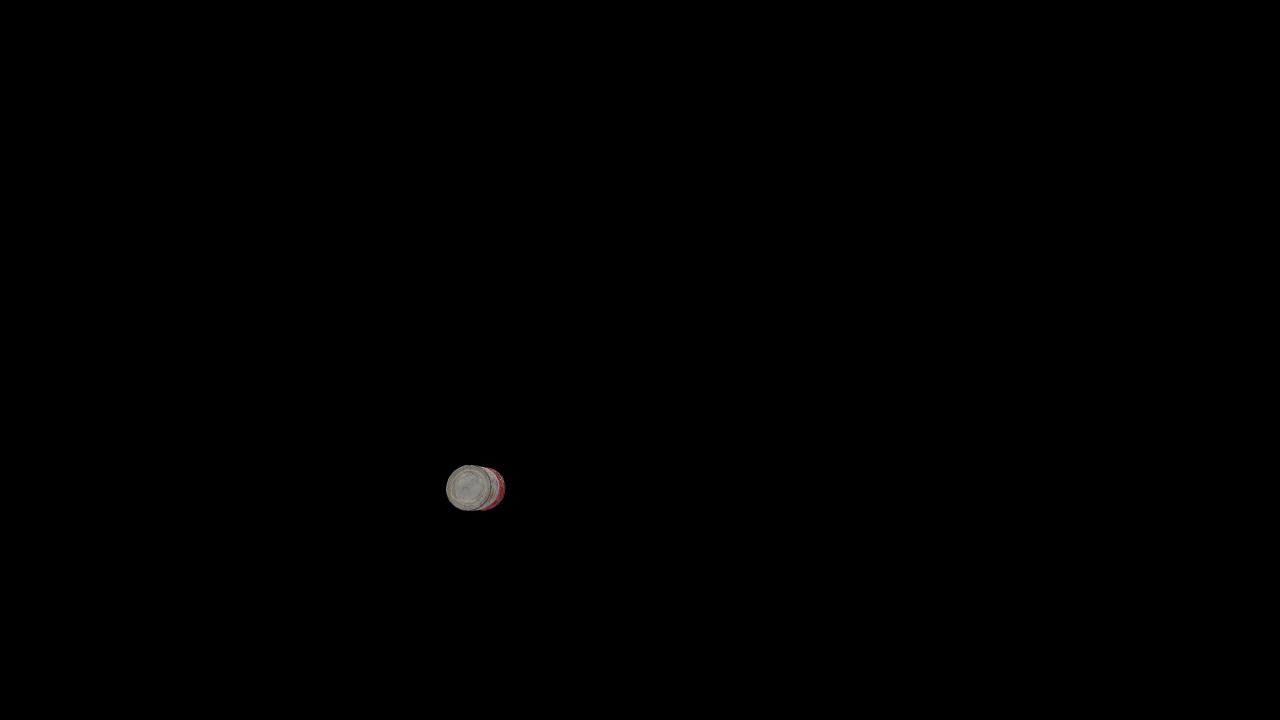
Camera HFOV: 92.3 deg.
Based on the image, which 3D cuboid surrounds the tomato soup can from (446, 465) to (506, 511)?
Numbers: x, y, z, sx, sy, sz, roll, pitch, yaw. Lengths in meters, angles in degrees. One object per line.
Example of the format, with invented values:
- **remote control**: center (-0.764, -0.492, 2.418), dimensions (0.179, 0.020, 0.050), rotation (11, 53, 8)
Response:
- **tomato soup can**: center (-0.247, 0.194, 0.932), dimensions (0.068, 0.068, 0.101), rotation (0, -13, -1)
